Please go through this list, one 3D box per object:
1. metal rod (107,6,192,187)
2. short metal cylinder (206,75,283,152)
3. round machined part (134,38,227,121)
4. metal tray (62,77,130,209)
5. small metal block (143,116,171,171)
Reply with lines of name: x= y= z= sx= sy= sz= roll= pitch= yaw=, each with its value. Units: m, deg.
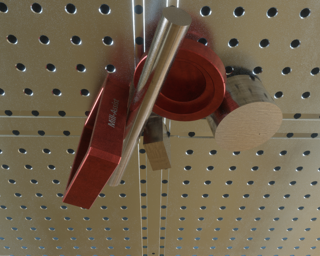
metal rod: x=-0.029 y=-0.006 z=0.365 sx=0.025 sy=0.025 sz=0.298 roll=13 pitch=142 yaw=-11
short metal cylinder: x=0.097 y=-0.017 z=0.373 sx=0.081 sy=0.050 sz=0.079 roll=-8 pitch=136 yaw=-8
round machined part: x=0.024 y=-0.056 z=0.343 sx=0.098 sy=0.042 sz=0.097 roll=9 pitch=137 yaw=9
metal tray: x=-0.070 y=0.013 z=0.353 sx=0.030 sy=0.130 sz=0.089 roll=22 pitch=127 yaw=-18
small metal block: x=-0.003 y=0.020 z=0.413 sx=0.025 sy=0.050 sz=0.050 roll=-10 pitch=130 yaw=8
